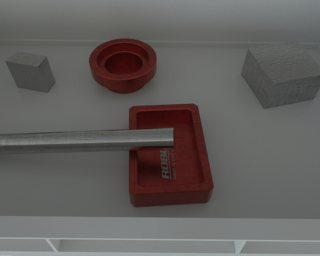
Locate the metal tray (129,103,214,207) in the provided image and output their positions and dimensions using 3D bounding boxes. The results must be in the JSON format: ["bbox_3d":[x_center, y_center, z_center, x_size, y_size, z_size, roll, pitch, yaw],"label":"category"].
[{"bbox_3d":[0.009,0.028,0.378,0.091,0.030,0.130,-3,50,-3],"label":"metal tray"}]

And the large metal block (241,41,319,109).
[{"bbox_3d":[0.179,-0.080,0.458,0.081,0.050,0.080,-11,51,-10],"label":"large metal block"}]

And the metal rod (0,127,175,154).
[{"bbox_3d":[-0.134,0.017,0.364,0.302,0.025,0.025,-2,50,7],"label":"metal rod"}]

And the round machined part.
[{"bbox_3d":[-0.054,-0.090,0.469,0.099,0.042,0.098,0,50,0],"label":"round machined part"}]

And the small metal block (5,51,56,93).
[{"bbox_3d":[-0.189,-0.082,0.455,0.050,0.050,0.025,11,51,9],"label":"small metal block"}]
